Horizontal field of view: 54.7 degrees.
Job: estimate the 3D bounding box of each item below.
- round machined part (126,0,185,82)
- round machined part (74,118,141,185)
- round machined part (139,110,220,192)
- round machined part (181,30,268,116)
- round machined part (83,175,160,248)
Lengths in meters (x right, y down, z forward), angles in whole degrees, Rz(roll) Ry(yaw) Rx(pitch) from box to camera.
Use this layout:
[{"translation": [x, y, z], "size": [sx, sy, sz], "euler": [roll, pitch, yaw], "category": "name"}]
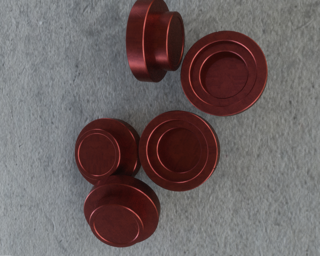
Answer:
[{"translation": [0.000, -0.103, 0.370], "size": [0.042, 0.098, 0.097], "euler": [7, 93, 19], "category": "round machined part"}, {"translation": [-0.076, 0.035, 0.426], "size": [0.098, 0.042, 0.097], "euler": [0, 90, 19], "category": "round machined part"}, {"translation": [0.027, 0.027, 0.390], "size": [0.098, 0.042, 0.097], "euler": [0, 90, 19], "category": "round machined part"}, {"translation": [0.078, -0.063, 0.372], "size": [0.098, 0.042, 0.097], "euler": [0, 90, 19], "category": "round machined part"}, {"translation": [-0.051, 0.113, 0.397], "size": [0.099, 0.042, 0.097], "euler": [3, 114, 7], "category": "round machined part"}]
